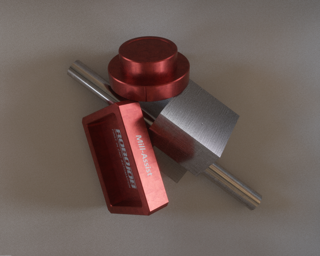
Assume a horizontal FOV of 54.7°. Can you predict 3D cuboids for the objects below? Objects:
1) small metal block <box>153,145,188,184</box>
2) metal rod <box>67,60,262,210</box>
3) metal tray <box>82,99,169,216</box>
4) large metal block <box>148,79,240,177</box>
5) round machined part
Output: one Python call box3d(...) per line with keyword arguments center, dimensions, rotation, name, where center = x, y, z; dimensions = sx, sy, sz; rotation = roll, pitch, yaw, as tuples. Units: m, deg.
box3d(center=(0.008, 0.042, 0.397), dimensions=(0.050, 0.050, 0.025), rotation=(38, 90, -1), name="small metal block")
box3d(center=(0.007, 0.010, 0.410), dimensions=(0.301, 0.025, 0.025), rotation=(37, 90, -1), name="metal rod")
box3d(center=(-0.046, 0.038, 0.378), dimensions=(0.030, 0.090, 0.129), rotation=(-17, 90, -41), name="metal tray")
box3d(center=(0.040, -0.002, 0.378), dimensions=(0.080, 0.050, 0.080), rotation=(37, 47, 0), name="large metal block")
box3d(center=(-0.013, -0.077, 0.371), dimensions=(0.099, 0.098, 0.042), rotation=(-2, 131, -1), name="round machined part")
